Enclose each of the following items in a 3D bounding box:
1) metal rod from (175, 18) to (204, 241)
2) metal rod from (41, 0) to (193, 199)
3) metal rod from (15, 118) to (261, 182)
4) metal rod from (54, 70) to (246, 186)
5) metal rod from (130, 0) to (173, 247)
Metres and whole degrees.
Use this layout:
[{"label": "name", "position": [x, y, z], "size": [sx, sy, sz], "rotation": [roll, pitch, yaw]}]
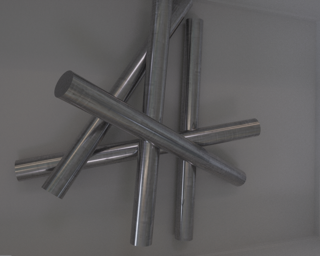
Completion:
[{"label": "metal rod", "position": [0.040, 0.001, 0.425], "size": [0.025, 0.025, 0.298], "rotation": [3, 89, -20]}, {"label": "metal rod", "position": [-0.040, -0.052, 0.375], "size": [0.025, 0.025, 0.300], "rotation": [37, 71, -16]}, {"label": "metal rod", "position": [-0.016, 0.024, 0.385], "size": [0.302, 0.025, 0.025], "rotation": [-10, 94, -13]}, {"label": "metal rod", "position": [0.018, 0.019, 0.354], "size": [0.301, 0.025, 0.025], "rotation": [29, 80, -42]}, {"label": "metal rod", "position": [-0.009, -0.018, 0.362], "size": [0.025, 0.025, 0.298], "rotation": [7, 85, -20]}]
